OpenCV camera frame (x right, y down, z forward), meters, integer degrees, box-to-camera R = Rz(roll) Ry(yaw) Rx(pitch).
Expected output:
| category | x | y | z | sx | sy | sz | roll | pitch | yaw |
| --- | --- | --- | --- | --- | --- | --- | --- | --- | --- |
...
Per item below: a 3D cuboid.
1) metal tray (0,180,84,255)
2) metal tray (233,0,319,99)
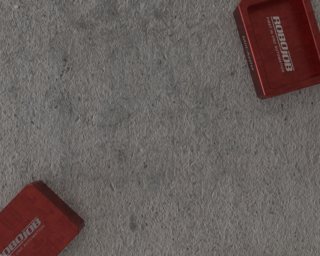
| category | x | y | z | sx | sy | sz | roll | pitch | yaw |
| --- | --- | --- | --- | --- | --- | --- | --- | --- | --- |
| metal tray | -0.177 | 0.145 | 0.406 | 0.090 | 0.030 | 0.130 | 44 | 90 | 0 |
| metal tray | 0.160 | -0.111 | 0.408 | 0.090 | 0.030 | 0.129 | -16 | 90 | 0 |
